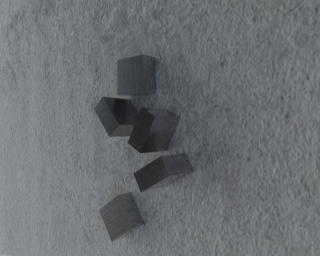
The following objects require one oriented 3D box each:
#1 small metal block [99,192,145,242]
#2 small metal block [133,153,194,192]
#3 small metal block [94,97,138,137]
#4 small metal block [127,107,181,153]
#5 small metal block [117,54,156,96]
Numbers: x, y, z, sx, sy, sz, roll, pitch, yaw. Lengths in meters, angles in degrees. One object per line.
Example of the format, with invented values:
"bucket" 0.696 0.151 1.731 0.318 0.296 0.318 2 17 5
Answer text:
"small metal block" -0.056 0.129 0.449 0.050 0.025 0.050 -42 65 32
"small metal block" 0.005 0.055 0.383 0.050 0.050 0.025 -36 68 34
"small metal block" -0.056 -0.015 0.433 0.025 0.050 0.050 -48 62 29
"small metal block" -0.007 0.003 0.393 0.025 0.050 0.050 35 111 34
"small metal block" -0.033 -0.071 0.430 0.050 0.025 0.050 -1 90 39
